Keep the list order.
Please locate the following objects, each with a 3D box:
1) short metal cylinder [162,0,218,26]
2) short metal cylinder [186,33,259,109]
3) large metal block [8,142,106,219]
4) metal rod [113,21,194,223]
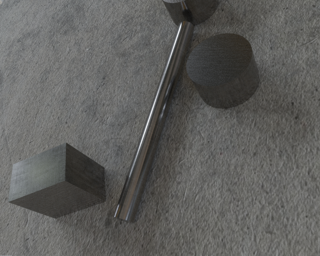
[{"bbox_3d":[0.047,-0.208,0.491,0.080,0.050,0.080,-13,56,21],"label":"short metal cylinder"},{"bbox_3d":[0.080,-0.071,0.390,0.080,0.050,0.080,-13,56,21],"label":"short metal cylinder"},{"bbox_3d":[-0.126,0.070,0.392,0.080,0.080,0.050,-22,54,15],"label":"large metal block"},{"bbox_3d":[-0.001,-0.024,0.419,0.025,0.025,0.300,4,63,30],"label":"metal rod"}]
